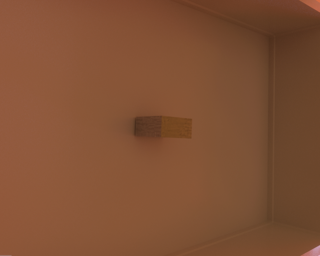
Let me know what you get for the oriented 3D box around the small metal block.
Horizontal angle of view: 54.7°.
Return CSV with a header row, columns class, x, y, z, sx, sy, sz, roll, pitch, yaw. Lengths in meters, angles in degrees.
class,x,y,z,sx,sy,sz,roll,pitch,yaw
small metal block,0.005,-0.001,0.392,0.050,0.050,0.025,4,87,-40
